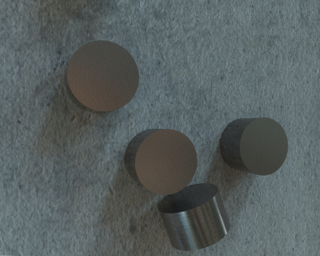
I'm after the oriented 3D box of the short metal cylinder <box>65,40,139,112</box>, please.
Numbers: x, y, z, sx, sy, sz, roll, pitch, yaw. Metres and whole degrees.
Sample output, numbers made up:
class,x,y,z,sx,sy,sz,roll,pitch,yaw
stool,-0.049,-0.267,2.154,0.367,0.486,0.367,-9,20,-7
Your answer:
class,x,y,z,sx,sy,sz,roll,pitch,yaw
short metal cylinder,-0.071,-0.059,0.370,0.081,0.050,0.079,0,90,-21

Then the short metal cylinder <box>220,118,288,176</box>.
class,x,y,z,sx,sy,sz,roll,pitch,yaw
short metal cylinder,0.135,0.025,0.447,0.081,0.050,0.079,0,90,-21

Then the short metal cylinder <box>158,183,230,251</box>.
class,x,y,z,sx,sy,sz,roll,pitch,yaw
short metal cylinder,0.043,0.111,0.397,0.081,0.080,0.050,-22,98,-19

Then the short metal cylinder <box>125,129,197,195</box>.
class,x,y,z,sx,sy,sz,roll,pitch,yaw
short metal cylinder,0.000,0.041,0.397,0.081,0.050,0.079,0,90,-20
